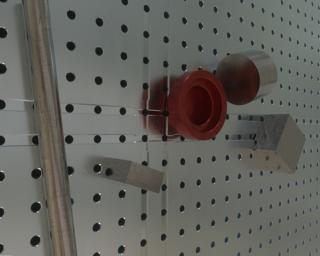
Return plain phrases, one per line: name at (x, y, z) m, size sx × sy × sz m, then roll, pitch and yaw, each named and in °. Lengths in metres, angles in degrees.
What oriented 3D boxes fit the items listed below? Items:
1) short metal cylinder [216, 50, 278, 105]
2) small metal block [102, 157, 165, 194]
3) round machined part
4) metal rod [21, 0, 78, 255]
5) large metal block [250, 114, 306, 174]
short metal cylinder at (0.136, -0.080, 0.490) m, size 0.050 × 0.080 × 0.079 m, roll -21°, pitch 103°, yaw -39°
small metal block at (-0.032, 0.056, 0.368) m, size 0.050 × 0.050 × 0.025 m, roll 26°, pitch 74°, yaw -37°
round machined part at (0.048, -0.031, 0.441) m, size 0.099 × 0.042 × 0.097 m, roll 0°, pitch 90°, yaw -40°
metal rod at (-0.110, 0.021, 0.317) m, size 0.025 × 0.025 × 0.298 m, roll -9°, pitch 96°, yaw -40°
large metal block at (0.226, 0.030, 0.586) m, size 0.080 × 0.050 × 0.080 m, roll 44°, pitch 63°, yaw -32°
